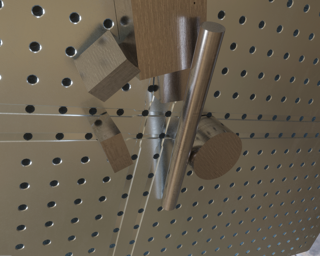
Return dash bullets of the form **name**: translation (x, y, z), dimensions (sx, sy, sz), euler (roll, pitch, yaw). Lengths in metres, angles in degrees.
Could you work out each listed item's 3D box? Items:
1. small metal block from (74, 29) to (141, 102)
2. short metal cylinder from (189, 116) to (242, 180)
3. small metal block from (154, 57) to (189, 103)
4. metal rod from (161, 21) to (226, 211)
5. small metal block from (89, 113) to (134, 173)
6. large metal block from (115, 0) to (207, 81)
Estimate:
- **small metal block**: translation (-0.055, -0.064, 0.318), dimensions (0.050, 0.050, 0.025), euler (-38, 147, 12)
- **short metal cylinder**: translation (0.072, 0.029, 0.454), dimensions (0.081, 0.050, 0.079), euler (-14, 125, -21)
- **small metal block**: translation (0.022, -0.061, 0.387), dimensions (0.050, 0.025, 0.050), euler (-10, 123, -24)
- **metal rod**: translation (0.033, 0.012, 0.399), dimensions (0.025, 0.025, 0.298), euler (-12, 136, -23)
- **small metal block**: translation (-0.059, 0.018, 0.375), dimensions (0.025, 0.050, 0.050), euler (-26, 128, -12)
- **large metal block**: translation (0.002, -0.105, 0.332), dimensions (0.081, 0.050, 0.079), euler (-18, 126, -20)
